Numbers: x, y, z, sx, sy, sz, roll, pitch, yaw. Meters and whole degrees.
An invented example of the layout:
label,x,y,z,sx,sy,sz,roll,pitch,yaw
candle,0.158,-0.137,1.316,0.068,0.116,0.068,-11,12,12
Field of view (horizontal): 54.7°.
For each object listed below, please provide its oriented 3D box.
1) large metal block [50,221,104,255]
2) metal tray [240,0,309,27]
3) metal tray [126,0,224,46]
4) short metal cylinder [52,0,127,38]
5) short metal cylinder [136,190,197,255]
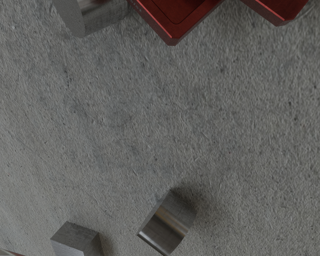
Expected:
label,x,y,z,sx,sy,sz,roll,pitch,yaw
large metal block,-0.166,0.247,0.631,0.080,0.050,0.079,10,123,23
metal tray,0.075,-0.155,0.242,0.130,0.030,0.090,37,102,1
metal tray,0.000,-0.151,0.276,0.090,0.030,0.130,-44,95,-2
short metal cylinder,-0.078,-0.141,0.321,0.080,0.050,0.080,46,156,27
short metal cylinder,0.010,0.138,0.451,0.050,0.080,0.080,37,129,3
